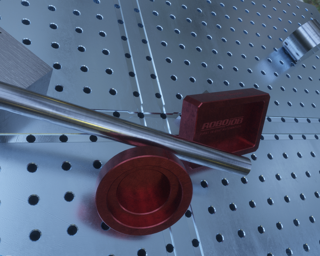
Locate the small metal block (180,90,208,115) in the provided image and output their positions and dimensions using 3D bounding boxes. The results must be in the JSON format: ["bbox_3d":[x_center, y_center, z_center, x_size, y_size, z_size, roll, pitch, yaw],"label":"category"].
[{"bbox_3d":[0.067,-0.021,0.459,0.050,0.025,0.050,46,51,4],"label":"small metal block"}]

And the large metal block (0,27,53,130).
[{"bbox_3d":[-0.177,-0.053,0.330,0.080,0.050,0.080,39,51,-2],"label":"large metal block"}]

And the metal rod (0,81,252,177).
[{"bbox_3d":[-0.026,0.008,0.334,0.302,0.025,0.025,17,55,-22],"label":"metal rod"}]

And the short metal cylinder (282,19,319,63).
[{"bbox_3d":[0.308,-0.182,0.654,0.081,0.080,0.050,-23,75,-37],"label":"short metal cylinder"}]

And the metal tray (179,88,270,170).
[{"bbox_3d":[0.087,-0.002,0.417,0.131,0.089,0.030,-10,27,-33],"label":"metal tray"}]

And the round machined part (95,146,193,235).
[{"bbox_3d":[-0.018,0.062,0.328,0.099,0.097,0.042,18,19,-19],"label":"round machined part"}]
